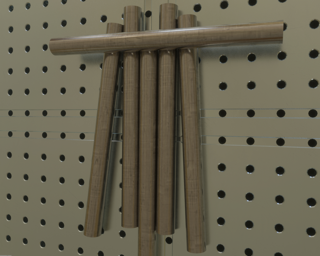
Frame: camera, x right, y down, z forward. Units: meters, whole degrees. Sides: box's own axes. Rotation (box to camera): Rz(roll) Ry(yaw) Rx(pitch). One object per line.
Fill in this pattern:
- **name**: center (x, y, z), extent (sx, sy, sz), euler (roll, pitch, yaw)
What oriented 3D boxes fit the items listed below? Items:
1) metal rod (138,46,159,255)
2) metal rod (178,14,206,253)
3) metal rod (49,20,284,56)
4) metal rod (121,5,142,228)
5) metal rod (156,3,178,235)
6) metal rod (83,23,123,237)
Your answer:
- **metal rod**: center (-0.016, 0.041, 0.418), extent (0.025, 0.025, 0.298), euler (1, 91, 20)
- **metal rod**: center (0.041, 0.007, 0.399), extent (0.025, 0.025, 0.298), euler (-3, 89, 20)
- **metal rod**: center (-0.007, -0.110, 0.389), extent (0.301, 0.025, 0.025), euler (2, 91, 20)
- **metal rod**: center (-0.039, -0.015, 0.427), extent (0.025, 0.025, 0.298), euler (1, 90, 20)
- **metal rod**: center (0.010, -0.011, 0.411), extent (0.025, 0.025, 0.298), euler (1, 90, 20)
- **metal rod**: center (-0.079, 0.004, 0.440), extent (0.025, 0.025, 0.298), euler (8, 93, 20)
